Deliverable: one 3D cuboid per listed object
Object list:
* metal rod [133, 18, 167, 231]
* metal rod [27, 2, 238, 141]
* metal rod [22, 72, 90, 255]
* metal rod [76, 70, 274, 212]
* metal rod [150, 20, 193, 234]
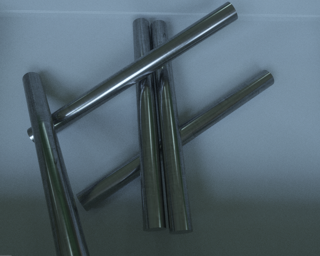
[{"bbox_3d":[-0.017,-0.024,0.398,0.025,0.025,0.299,-4,63,-2],"label":"metal rod"},{"bbox_3d":[-0.037,-0.068,0.396,0.301,0.025,0.025,-32,73,3],"label":"metal rod"},{"bbox_3d":[-0.120,0.028,0.335,0.025,0.025,0.300,-24,48,-9],"label":"metal rod"},{"bbox_3d":[0.029,0.010,0.406,0.301,0.025,0.025,-33,74,-12],"label":"metal rod"},{"bbox_3d":[0.010,-0.022,0.395,0.025,0.025,0.299,-4,62,-2],"label":"metal rod"}]
